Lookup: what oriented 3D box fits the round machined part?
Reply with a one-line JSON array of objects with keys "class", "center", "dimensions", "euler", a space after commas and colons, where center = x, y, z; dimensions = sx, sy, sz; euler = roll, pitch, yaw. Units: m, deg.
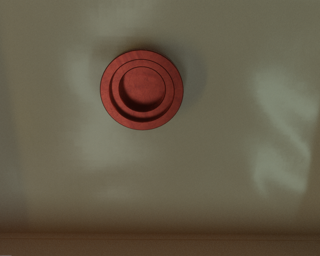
[{"class": "round machined part", "center": [-0.021, -0.050, 0.384], "dimensions": [0.099, 0.042, 0.097], "euler": [0, 110, -1]}]
